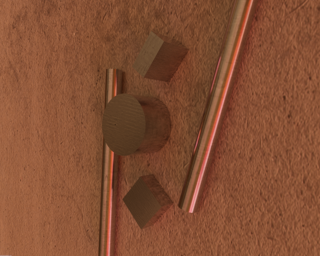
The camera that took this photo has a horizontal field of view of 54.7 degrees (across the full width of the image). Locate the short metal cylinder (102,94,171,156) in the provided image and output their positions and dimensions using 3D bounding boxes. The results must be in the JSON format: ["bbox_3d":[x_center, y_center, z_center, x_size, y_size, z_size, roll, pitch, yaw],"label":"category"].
[{"bbox_3d":[-0.032,-0.004,0.415,0.080,0.050,0.079,0,90,40],"label":"short metal cylinder"}]

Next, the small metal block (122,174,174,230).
[{"bbox_3d":[-0.017,0.099,0.419,0.050,0.025,0.050,51,120,27],"label":"small metal block"}]

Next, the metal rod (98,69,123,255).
[{"bbox_3d":[-0.075,0.062,0.467,0.025,0.025,0.298,5,93,40],"label":"metal rod"}]

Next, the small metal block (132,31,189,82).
[{"bbox_3d":[0.001,-0.088,0.388,0.025,0.050,0.050,47,118,30],"label":"small metal block"}]

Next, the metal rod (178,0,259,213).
[{"bbox_3d":[0.069,-0.045,0.347,0.025,0.025,0.298,23,104,37],"label":"metal rod"}]
